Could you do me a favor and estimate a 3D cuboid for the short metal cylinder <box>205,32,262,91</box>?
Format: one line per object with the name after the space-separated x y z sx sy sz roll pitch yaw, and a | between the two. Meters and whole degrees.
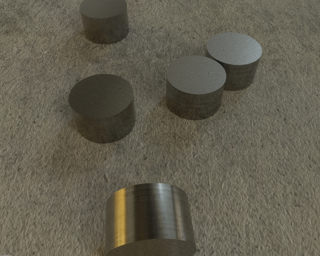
0.109 -0.102 0.473 0.080 0.050 0.080 0 50 0 | short metal cylinder

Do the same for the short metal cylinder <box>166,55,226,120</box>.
0.049 -0.057 0.435 0.080 0.050 0.080 0 50 0 | short metal cylinder

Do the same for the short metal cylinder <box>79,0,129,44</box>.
-0.097 -0.193 0.548 0.080 0.050 0.080 0 50 0 | short metal cylinder

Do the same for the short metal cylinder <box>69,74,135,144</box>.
-0.074 -0.026 0.408 0.080 0.050 0.080 0 50 0 | short metal cylinder

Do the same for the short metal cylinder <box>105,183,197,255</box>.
-0.010 0.093 0.289 0.081 0.080 0.050 -4 50 -4 | short metal cylinder
